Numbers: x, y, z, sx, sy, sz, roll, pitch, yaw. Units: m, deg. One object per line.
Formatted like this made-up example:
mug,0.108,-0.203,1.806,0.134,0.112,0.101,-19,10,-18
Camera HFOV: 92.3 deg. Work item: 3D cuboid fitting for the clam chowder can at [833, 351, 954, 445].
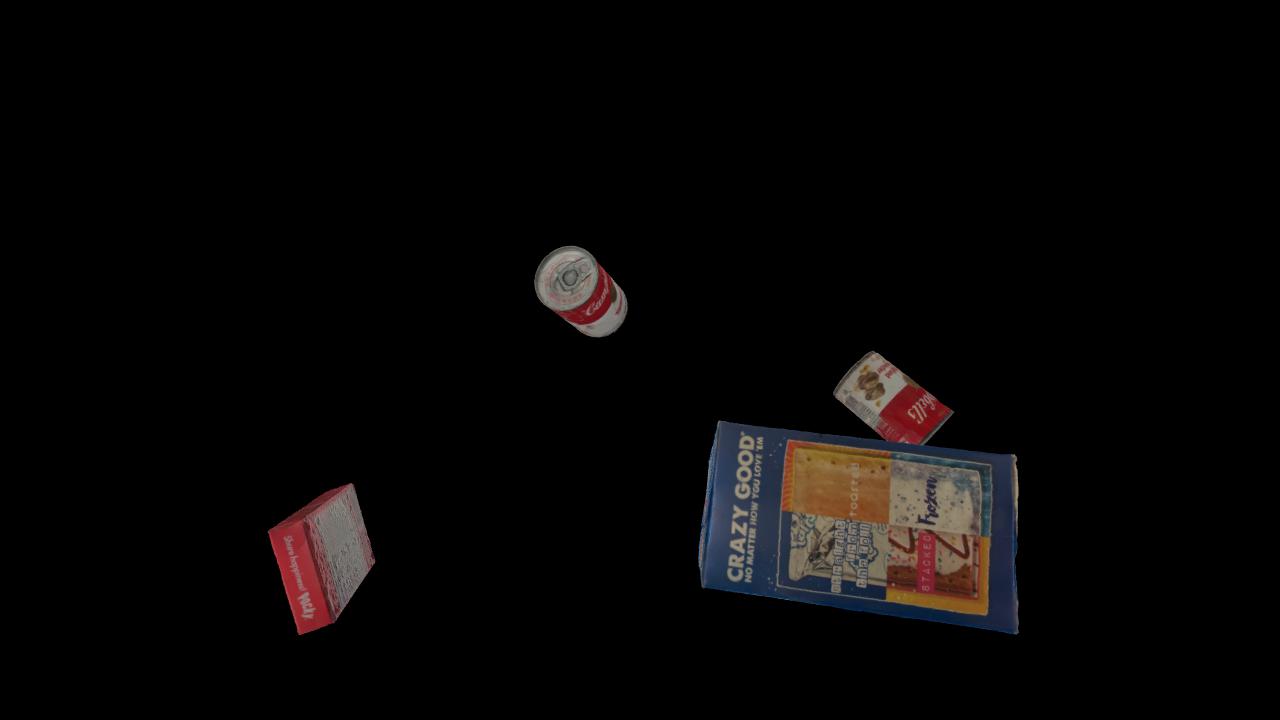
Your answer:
clam chowder can,0.266,0.047,0.653,0.102,0.068,0.068,44,21,24

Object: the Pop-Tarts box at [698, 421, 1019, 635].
Pop-Tarts box,0.108,0.096,0.360,0.141,0.083,0.167,6,-15,7

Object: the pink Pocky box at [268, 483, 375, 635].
pink Pocky box,-0.268,0.163,0.529,0.029,0.084,0.155,-16,3,-12

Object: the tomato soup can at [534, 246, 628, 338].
tomato soup can,-0.058,-0.067,0.639,0.068,0.068,0.101,0,-14,16
